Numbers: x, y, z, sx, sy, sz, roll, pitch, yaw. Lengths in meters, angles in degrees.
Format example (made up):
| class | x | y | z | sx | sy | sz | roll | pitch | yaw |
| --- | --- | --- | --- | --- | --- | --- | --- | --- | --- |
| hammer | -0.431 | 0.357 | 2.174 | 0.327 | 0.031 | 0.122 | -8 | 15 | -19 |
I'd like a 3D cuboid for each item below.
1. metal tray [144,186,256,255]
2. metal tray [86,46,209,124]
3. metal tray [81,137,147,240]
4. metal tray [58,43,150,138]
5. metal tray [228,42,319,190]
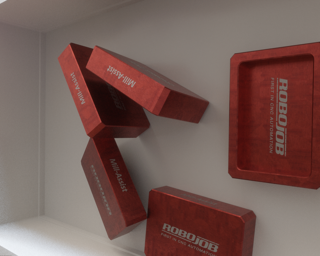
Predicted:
| class | x | y | z | sx | sy | sz | roll | pitch | yaw |
| --- | --- | --- | --- | --- | --- | --- | --- | --- | --- |
| metal tray | 0.042 | 0.128 | 0.368 | 0.130 | 0.030 | 0.089 | 8 | 95 | 39 |
| metal tray | -0.016 | -0.052 | 0.373 | 0.130 | 0.091 | 0.030 | 35 | 106 | 34 |
| metal tray | -0.070 | 0.083 | 0.438 | 0.130 | 0.030 | 0.089 | 64 | 147 | 20 |
| metal tray | -0.075 | -0.049 | 0.423 | 0.030 | 0.091 | 0.130 | -38 | 67 | 31 |
| metal tray | 0.116 | -0.012 | 0.306 | 0.090 | 0.030 | 0.129 | 2 | 91 | 39 |
